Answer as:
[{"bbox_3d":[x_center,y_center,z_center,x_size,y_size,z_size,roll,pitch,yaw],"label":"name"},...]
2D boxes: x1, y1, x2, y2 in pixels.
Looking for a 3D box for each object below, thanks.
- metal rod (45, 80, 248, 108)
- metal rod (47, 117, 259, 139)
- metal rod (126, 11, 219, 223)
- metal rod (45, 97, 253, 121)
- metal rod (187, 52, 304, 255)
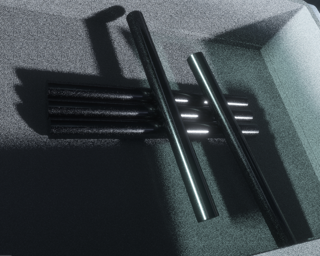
[{"bbox_3d":[0.001,-0.042,0.432,0.303,0.025,0.025,1,62,-28],"label":"metal rod"},{"bbox_3d":[0.012,0.002,0.411,0.303,0.025,0.025,1,62,-28],"label":"metal rod"},{"bbox_3d":[0.008,-0.031,0.396,0.025,0.025,0.299,-5,64,-31],"label":"metal rod"},{"bbox_3d":[0.006,-0.020,0.421,0.303,0.025,0.025,1,62,-28],"label":"metal rod"},{"bbox_3d":[0.110,0.031,0.421,0.025,0.025,0.299,-17,78,-35],"label":"metal rod"}]
